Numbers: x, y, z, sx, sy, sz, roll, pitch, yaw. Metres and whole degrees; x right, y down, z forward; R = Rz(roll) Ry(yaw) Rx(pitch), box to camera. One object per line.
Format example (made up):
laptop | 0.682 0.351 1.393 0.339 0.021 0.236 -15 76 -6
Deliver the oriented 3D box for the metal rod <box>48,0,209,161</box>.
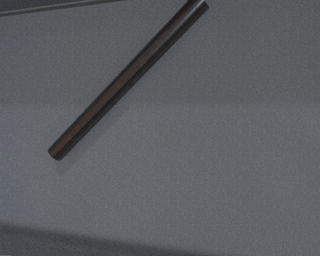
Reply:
metal rod | -0.052 -0.061 0.427 0.299 0.025 0.025 -44 77 14
